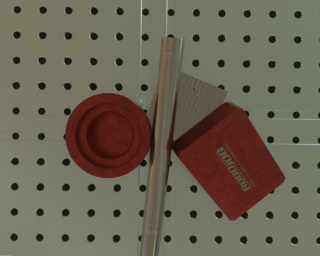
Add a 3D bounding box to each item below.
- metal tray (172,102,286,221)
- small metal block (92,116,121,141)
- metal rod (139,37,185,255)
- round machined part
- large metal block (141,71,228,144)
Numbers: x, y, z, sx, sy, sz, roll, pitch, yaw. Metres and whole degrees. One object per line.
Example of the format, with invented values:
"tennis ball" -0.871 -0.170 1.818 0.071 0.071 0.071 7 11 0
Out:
"metal tray" 0.087 0.044 0.383 0.090 0.030 0.130 -38 115 0
"small metal block" -0.073 -0.007 0.410 0.050 0.025 0.050 -22 90 0
"metal rod" -0.001 0.046 0.370 0.025 0.025 0.298 6 106 0
"round machined part" -0.059 0.009 0.374 0.099 0.042 0.097 0 91 3
"large metal block" 0.030 -0.023 0.398 0.080 0.050 0.080 23 90 0
